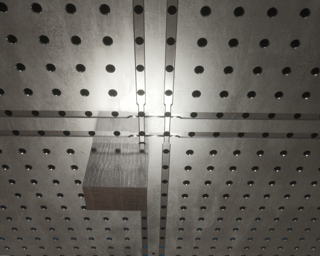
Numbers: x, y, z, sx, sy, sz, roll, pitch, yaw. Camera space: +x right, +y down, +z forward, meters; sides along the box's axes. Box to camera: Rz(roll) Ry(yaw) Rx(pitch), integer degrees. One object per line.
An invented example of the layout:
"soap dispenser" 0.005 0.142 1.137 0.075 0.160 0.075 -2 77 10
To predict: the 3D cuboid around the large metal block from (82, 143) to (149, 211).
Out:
"large metal block" -0.057 0.067 0.432 0.081 0.080 0.050 1 130 -2
